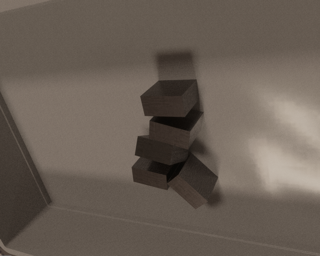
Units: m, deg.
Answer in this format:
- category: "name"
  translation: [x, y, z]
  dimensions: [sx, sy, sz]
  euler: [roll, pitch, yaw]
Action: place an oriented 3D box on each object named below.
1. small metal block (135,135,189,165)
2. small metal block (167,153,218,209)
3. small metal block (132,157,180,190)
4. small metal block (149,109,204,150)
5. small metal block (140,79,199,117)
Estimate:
- category: "small metal block"
  translation: [0.004, 0.026, 0.399]
  dimensions: [0.050, 0.050, 0.025]
  euler: [13, 98, 28]
- category: "small metal block"
  translation: [0.045, 0.070, 0.411]
  dimensions: [0.050, 0.050, 0.025]
  euler: [42, 129, -2]
- category: "small metal block"
  translation: [-0.004, 0.055, 0.427]
  dimensions: [0.050, 0.050, 0.025]
  euler: [10, 123, 23]
- category: "small metal block"
  translation: [0.021, -0.004, 0.378]
  dimensions: [0.050, 0.050, 0.025]
  euler: [15, 124, 19]
- category: "small metal block"
  translation: [0.013, -0.036, 0.363]
  dimensions: [0.050, 0.050, 0.025]
  euler: [3, 120, 26]
